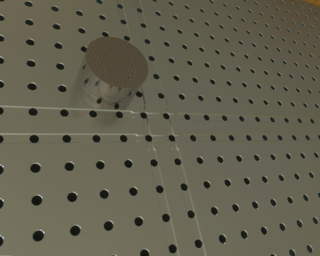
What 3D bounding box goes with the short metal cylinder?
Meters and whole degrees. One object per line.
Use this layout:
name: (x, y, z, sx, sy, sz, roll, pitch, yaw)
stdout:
short metal cylinder: (-0.062, -0.070, 0.401, 0.081, 0.050, 0.080, 13, 56, -21)
